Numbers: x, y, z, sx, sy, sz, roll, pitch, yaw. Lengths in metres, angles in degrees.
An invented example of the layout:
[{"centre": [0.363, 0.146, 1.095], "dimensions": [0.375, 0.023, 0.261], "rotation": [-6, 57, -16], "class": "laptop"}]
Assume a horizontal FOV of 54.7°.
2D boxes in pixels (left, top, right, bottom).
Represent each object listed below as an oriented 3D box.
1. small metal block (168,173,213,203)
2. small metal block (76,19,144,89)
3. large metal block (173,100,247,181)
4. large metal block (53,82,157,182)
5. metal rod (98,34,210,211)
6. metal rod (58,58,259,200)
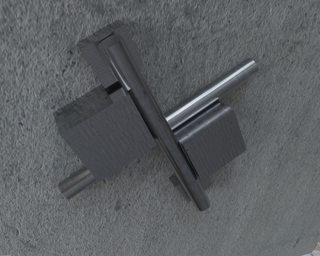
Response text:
[{"centre": [0.049, 0.083, 0.487], "dimensions": [0.050, 0.025, 0.050], "rotation": [-37, 129, -4], "class": "small metal block"}, {"centre": [-0.053, -0.079, 0.332], "dimensions": [0.050, 0.025, 0.050], "rotation": [-33, 129, -7], "class": "small metal block"}, {"centre": [0.067, 0.015, 0.438], "dimensions": [0.080, 0.050, 0.080], "rotation": [-34, 129, -6], "class": "large metal block"}, {"centre": [-0.062, 0.002, 0.357], "dimensions": [0.080, 0.050, 0.080], "rotation": [-32, 129, -7], "class": "large metal block"}, {"centre": [0.009, 0.018, 0.392], "dimensions": [0.025, 0.025, 0.299], "rotation": [-34, 129, -6], "class": "metal rod"}, {"centre": [0.003, -0.002, 0.409], "dimensions": [0.301, 0.025, 0.025], "rotation": [-34, 129, -6], "class": "metal rod"}]
